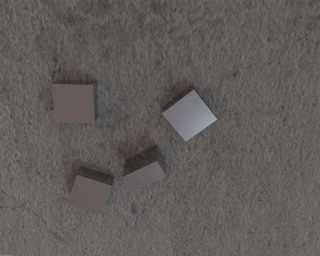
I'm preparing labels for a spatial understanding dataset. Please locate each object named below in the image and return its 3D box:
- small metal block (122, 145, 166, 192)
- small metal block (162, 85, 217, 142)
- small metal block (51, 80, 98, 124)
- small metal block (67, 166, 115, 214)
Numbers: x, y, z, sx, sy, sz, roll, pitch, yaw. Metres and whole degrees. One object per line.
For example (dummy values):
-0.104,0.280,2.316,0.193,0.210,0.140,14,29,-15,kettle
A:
-0.020,0.053,0.416,0.050,0.050,0.025,-26,108,9,small metal block
0.038,-0.019,0.403,0.050,0.025,0.050,-37,106,12,small metal block
-0.107,-0.034,0.396,0.050,0.025,0.050,2,110,-1,small metal block
-0.098,0.089,0.441,0.050,0.025,0.050,19,109,-8,small metal block
